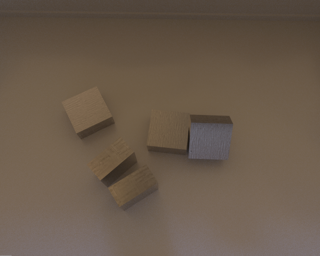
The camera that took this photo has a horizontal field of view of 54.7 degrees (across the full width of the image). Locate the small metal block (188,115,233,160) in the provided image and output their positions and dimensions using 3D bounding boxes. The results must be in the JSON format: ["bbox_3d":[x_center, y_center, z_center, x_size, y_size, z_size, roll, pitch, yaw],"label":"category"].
[{"bbox_3d":[0.062,0.012,0.391,0.050,0.025,0.050,2,115,0],"label":"small metal block"}]

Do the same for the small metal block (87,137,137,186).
[{"bbox_3d":[-0.057,0.043,0.380,0.050,0.050,0.025,-40,75,-13],"label":"small metal block"}]

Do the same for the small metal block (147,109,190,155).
[{"bbox_3d":[0.012,0.006,0.407,0.050,0.025,0.050,6,70,4],"label":"small metal block"}]

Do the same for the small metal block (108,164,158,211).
[{"bbox_3d":[-0.030,0.072,0.370,0.050,0.050,0.025,-31,73,-11],"label":"small metal block"}]

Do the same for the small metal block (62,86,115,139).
[{"bbox_3d":[-0.096,-0.020,0.416,0.050,0.025,0.050,-26,72,-9],"label":"small metal block"}]
